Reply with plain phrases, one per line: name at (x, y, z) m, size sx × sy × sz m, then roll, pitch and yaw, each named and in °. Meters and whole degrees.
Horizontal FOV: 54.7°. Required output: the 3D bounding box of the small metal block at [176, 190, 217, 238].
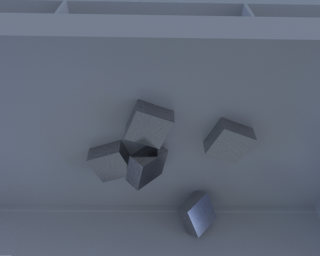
small metal block at (0.060, 0.137, 0.498) m, size 0.025 × 0.050 × 0.050 m, roll -1°, pitch 117°, yaw 50°

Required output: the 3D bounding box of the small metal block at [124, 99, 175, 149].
small metal block at (-0.014, -0.004, 0.405) m, size 0.050 × 0.025 × 0.050 m, roll 17°, pitch 128°, yaw -14°

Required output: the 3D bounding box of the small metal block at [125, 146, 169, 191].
small metal block at (-0.019, 0.052, 0.434) m, size 0.025 × 0.050 × 0.050 m, roll 37°, pitch 135°, yaw 26°

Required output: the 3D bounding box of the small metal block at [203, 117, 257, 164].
small metal block at (0.095, 0.018, 0.425) m, size 0.050 × 0.025 × 0.050 m, roll 18°, pitch 128°, yaw -15°

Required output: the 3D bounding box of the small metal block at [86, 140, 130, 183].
small metal block at (-0.070, 0.049, 0.450) m, size 0.050 × 0.025 × 0.050 m, roll -16°, pitch 129°, yaw 13°
